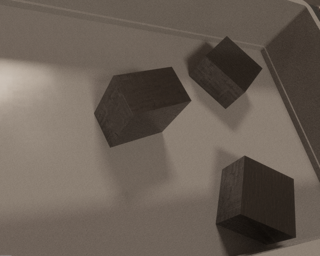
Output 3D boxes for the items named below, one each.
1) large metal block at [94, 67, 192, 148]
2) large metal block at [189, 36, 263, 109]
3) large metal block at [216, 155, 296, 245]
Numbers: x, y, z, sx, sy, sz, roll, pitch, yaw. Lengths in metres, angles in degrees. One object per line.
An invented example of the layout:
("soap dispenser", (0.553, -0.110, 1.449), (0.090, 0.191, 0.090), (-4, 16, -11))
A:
("large metal block", (-0.023, -0.025, 0.374), (0.081, 0.080, 0.050), (-16, 71, -35))
("large metal block", (0.108, -0.091, 0.506), (0.080, 0.050, 0.080), (43, 51, 1))
("large metal block", (0.125, 0.094, 0.401), (0.080, 0.050, 0.080), (25, 53, -13))
